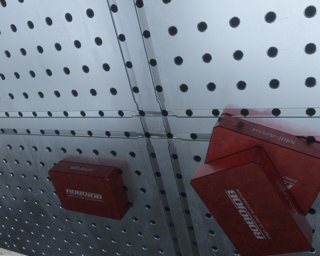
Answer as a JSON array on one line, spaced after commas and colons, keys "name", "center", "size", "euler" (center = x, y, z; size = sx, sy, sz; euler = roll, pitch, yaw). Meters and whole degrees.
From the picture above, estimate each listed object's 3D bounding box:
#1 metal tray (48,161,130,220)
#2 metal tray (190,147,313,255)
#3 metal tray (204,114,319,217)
[{"name": "metal tray", "center": [-0.123, 0.107, 0.537], "size": [0.130, 0.030, 0.089], "euler": [2, 120, 26]}, {"name": "metal tray", "center": [0.108, 0.093, 0.369], "size": [0.090, 0.030, 0.130], "euler": [-26, 105, 37]}, {"name": "metal tray", "center": [0.122, 0.046, 0.371], "size": [0.130, 0.030, 0.089], "euler": [19, 126, 16]}]
